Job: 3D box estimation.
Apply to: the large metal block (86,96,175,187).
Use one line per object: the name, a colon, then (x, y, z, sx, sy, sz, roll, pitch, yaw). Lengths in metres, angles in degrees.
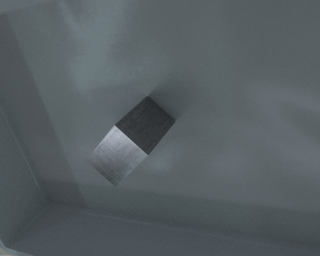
large metal block: (-0.037, 0.017, 0.397, 0.050, 0.080, 0.080, 43, 129, -2)
